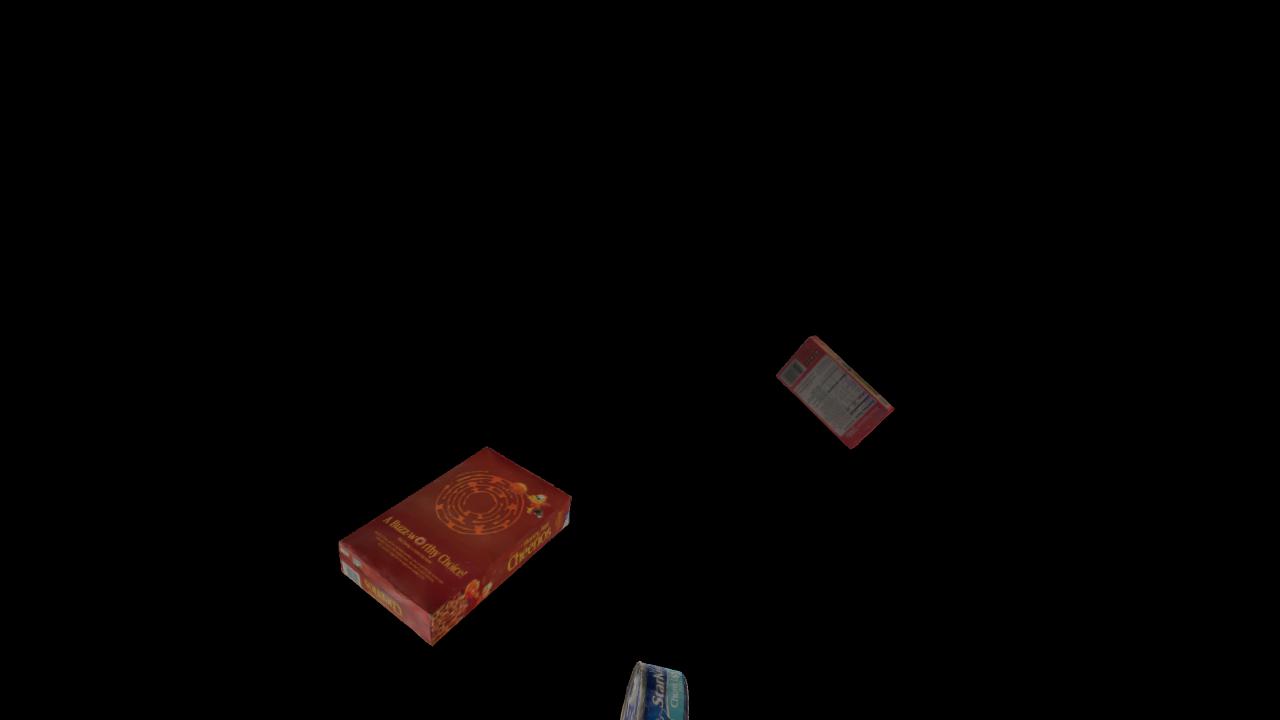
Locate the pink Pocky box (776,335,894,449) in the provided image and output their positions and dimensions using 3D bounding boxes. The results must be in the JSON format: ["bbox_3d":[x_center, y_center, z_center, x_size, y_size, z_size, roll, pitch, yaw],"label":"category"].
[{"bbox_3d":[0.282,0.046,0.899,0.155,0.084,0.029,48,33,21],"label":"pink Pocky box"}]

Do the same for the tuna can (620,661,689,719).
[{"bbox_3d":[0.007,0.249,0.408,0.034,0.084,0.084,14,0,-2],"label":"tuna can"}]

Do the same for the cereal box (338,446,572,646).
[{"bbox_3d":[-0.281,0.275,0.983,0.203,0.081,0.306,24,33,24],"label":"cereal box"}]
